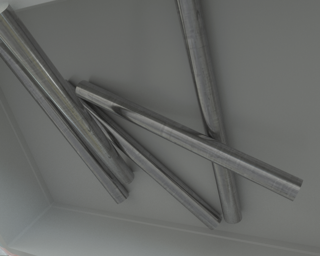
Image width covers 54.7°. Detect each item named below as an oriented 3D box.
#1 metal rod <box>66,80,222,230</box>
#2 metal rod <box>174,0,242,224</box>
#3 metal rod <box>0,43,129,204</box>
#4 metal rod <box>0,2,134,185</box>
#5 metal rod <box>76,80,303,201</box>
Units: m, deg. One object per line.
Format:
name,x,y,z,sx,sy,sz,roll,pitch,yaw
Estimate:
metal rod,-0.031,0.039,0.448,0.300,0.025,0.025,42,129,-1
metal rod,0.064,-0.006,0.371,0.025,0.025,0.298,-2,118,29
metal rod,-0.147,-0.002,0.484,0.025,0.025,0.299,-27,104,37
metal rod,-0.096,-0.011,0.375,0.025,0.025,0.299,6,146,25
metal rod,0.017,0.005,0.376,0.300,0.025,0.025,25,128,22
